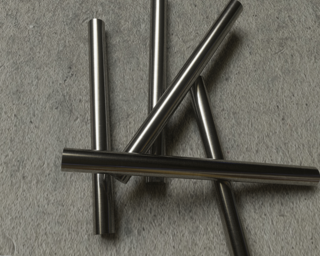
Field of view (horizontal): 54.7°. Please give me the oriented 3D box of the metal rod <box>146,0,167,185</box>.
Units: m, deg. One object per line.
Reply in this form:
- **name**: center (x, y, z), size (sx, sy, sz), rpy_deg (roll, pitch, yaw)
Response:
- **metal rod**: center (-0.004, -0.072, 0.434), size (0.025, 0.025, 0.299), rpy_deg (1, 70, 0)

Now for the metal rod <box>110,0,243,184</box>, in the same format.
- **metal rod**: center (0.030, -0.060, 0.404), size (0.025, 0.025, 0.300), rpy_deg (31, 71, 10)

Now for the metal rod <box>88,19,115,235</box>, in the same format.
- **metal rod**: center (-0.080, -0.016, 0.412), size (0.025, 0.025, 0.299), rpy_deg (-5, 70, -2)

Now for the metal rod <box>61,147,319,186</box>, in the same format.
- **metal rod**: center (0.046, 0.047, 0.355), size (0.302, 0.025, 0.025), rpy_deg (6, 70, -13)

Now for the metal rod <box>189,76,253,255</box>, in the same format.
- **metal rod**: center (0.078, 0.071, 0.383), size (0.025, 0.025, 0.299), rpy_deg (-10, 70, -4)
